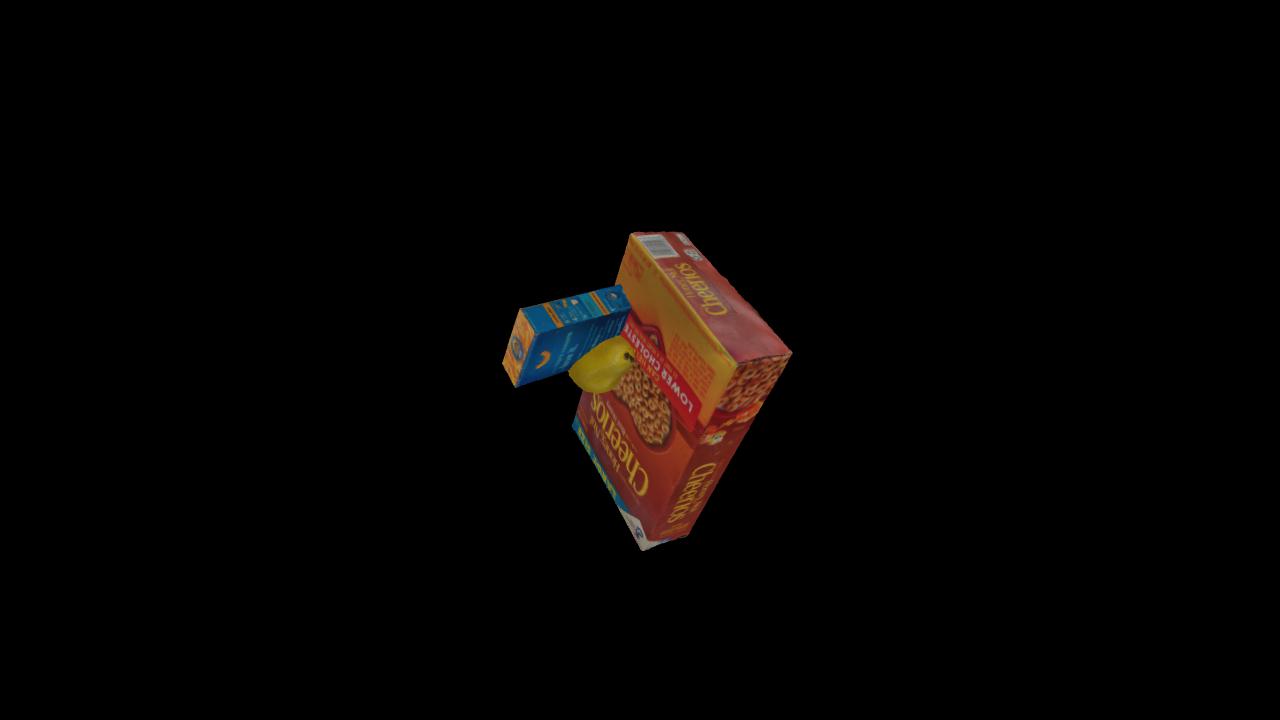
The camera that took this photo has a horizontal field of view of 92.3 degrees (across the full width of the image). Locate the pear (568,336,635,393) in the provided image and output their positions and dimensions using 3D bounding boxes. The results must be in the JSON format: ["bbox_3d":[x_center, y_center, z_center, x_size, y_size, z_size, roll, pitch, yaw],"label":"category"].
[{"bbox_3d":[-0.030,-0.006,0.668,0.080,0.080,0.111,0,-11,-36],"label":"pear"}]

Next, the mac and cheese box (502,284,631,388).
[{"bbox_3d":[-0.050,-0.034,0.659,0.184,0.041,0.093,-18,-25,-36],"label":"mac and cheese box"}]

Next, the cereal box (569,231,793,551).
[{"bbox_3d":[0.023,0.041,0.681,0.081,0.306,0.203,-9,48,-31],"label":"cereal box"}]

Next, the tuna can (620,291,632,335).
[{"bbox_3d":[0.005,0.060,0.715,0.034,0.084,0.084,3,0,2],"label":"tuna can"}]
